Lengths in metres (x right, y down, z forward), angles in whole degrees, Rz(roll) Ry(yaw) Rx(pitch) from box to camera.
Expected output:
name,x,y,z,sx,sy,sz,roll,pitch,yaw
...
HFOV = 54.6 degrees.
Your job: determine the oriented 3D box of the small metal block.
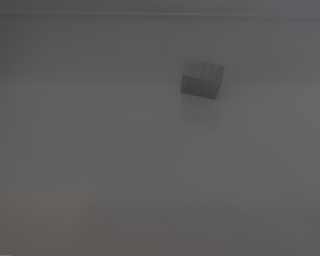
name,x,y,z,sx,sy,sz,roll,pitch,yaw
small metal block,0.056,-0.065,0.420,0.050,0.050,0.025,13,71,4
